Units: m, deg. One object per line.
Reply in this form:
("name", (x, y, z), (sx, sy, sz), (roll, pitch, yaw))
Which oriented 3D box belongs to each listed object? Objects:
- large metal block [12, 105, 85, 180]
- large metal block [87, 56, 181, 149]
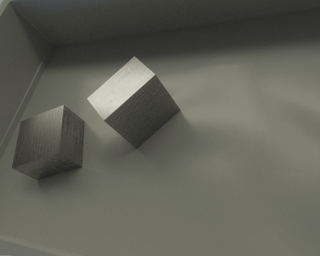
("large metal block", (-0.162, 0.023, 0.458), (0.080, 0.050, 0.080), (-18, 55, 17))
("large metal block", (-0.032, -0.031, 0.405), (0.080, 0.080, 0.050), (-42, 51, -1))
